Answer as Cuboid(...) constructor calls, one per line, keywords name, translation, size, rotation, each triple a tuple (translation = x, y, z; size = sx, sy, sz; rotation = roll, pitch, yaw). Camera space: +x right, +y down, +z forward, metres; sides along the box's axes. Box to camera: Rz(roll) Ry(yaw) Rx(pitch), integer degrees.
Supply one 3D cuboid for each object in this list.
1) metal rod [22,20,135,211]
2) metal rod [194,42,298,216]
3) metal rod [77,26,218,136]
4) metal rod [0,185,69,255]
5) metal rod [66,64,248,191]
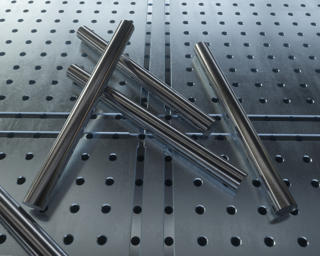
Cuboid(name="metal rod", translation=(-0.095, -0.037, 0.410), size=(0.025, 0.025, 0.300), rotation=(13, 59, 10))
Cuboid(name="metal rod", translation=(0.103, -0.023, 0.428), size=(0.025, 0.025, 0.300), rotation=(-10, 51, -9))
Cuboid(name="metal rod", translation=(-0.034, -0.084, 0.477), size=(0.025, 0.025, 0.300), rotation=(-35, 59, -26))
Cuboid(name="metal rod", translation=(-0.169, 0.085, 0.333), size=(0.300, 0.025, 0.025), rotation=(33, 57, 24))
Cuboid(name="metal rod", translation=(-0.020, -0.012, 0.417), size=(0.300, 0.025, 0.025), rotation=(33, 57, 24))
